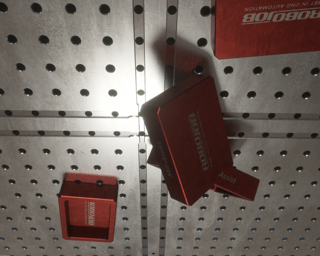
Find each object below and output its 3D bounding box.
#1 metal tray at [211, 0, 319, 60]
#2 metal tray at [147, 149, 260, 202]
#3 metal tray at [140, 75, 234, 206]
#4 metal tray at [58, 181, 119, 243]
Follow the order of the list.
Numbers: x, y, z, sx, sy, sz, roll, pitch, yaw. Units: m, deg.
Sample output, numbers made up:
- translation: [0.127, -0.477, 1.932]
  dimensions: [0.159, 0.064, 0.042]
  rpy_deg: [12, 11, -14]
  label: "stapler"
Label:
- translation: [0.118, -0.120, 0.308]
  dimensions: [0.131, 0.030, 0.089]
  rpy_deg: [-4, 130, 3]
  label: "metal tray"
- translation: [0.058, 0.060, 0.425]
  dimensions: [0.131, 0.030, 0.090]
  rpy_deg: [25, 167, -21]
  label: "metal tray"
- translation: [0.037, 0.014, 0.364]
  dimensions: [0.030, 0.091, 0.129]
  rpy_deg: [12, 129, 48]
  label: "metal tray"
- translation: [-0.121, 0.148, 0.532]
  dimensions: [0.091, 0.030, 0.129]
  rpy_deg: [6, 130, -6]
  label: "metal tray"
